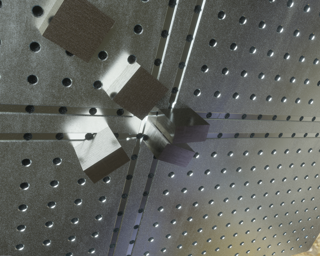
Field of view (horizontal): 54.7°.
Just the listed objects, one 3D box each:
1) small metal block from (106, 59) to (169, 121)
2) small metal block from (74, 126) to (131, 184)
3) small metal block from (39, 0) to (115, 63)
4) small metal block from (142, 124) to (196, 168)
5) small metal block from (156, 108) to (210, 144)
[{"bbox_3d":[-0.027,-0.045,0.370,0.050,0.025,0.050,-49,129,6],"label":"small metal block"},{"bbox_3d":[-0.071,0.031,0.377,0.050,0.050,0.025,-33,129,-7],"label":"small metal block"},{"bbox_3d":[-0.082,-0.101,0.305,0.050,0.025,0.050,28,103,-38],"label":"small metal block"},{"bbox_3d":[0.011,0.024,0.418,0.050,0.050,0.025,20,107,-36],"label":"small metal block"},{"bbox_3d":[0.029,-0.004,0.410,0.050,0.050,0.025,-3,120,-27],"label":"small metal block"}]
